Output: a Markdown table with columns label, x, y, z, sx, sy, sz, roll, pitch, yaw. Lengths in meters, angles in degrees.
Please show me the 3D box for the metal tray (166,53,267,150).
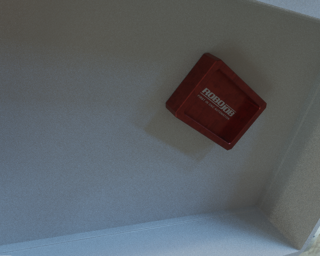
| label | x | y | z | sx | sy | sz | roll | pitch | yaw |
| --- | --- | --- | --- | --- | --- | --- | --- | --- | --- |
| metal tray | 0.082 | -0.032 | 0.432 | 0.131 | 0.030 | 0.090 | 31 | 101 | -38 |
